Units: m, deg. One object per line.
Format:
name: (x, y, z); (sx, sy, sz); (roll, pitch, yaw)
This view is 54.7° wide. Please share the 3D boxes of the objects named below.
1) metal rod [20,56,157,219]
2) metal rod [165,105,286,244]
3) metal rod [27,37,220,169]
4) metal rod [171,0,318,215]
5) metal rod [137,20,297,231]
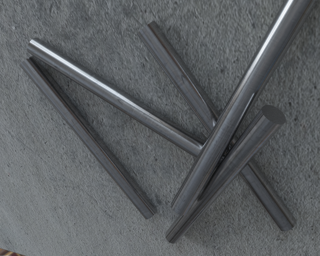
metal rod: (-0.103, 0.021, 0.473); (0.025, 0.025, 0.300); (-29, 103, 37)
metal rod: (0.064, 0.082, 0.399); (0.025, 0.025, 0.298); (32, 136, 7)
metal rod: (-0.048, -0.035, 0.410); (0.301, 0.025, 0.025); (32, 129, 7)
metal rod: (0.079, -0.014, 0.329); (0.025, 0.025, 0.298); (30, 120, 9)
metal rod: (0.073, 0.005, 0.371); (0.025, 0.025, 0.300); (-30, 102, 38)
